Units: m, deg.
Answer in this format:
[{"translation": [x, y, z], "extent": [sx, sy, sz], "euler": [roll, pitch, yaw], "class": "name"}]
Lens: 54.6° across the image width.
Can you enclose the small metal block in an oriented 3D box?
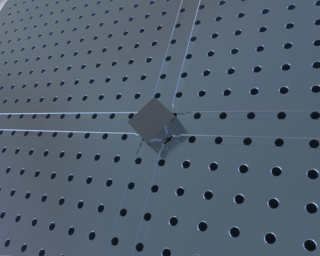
[{"translation": [-0.007, -0.006, 0.417], "extent": [0.050, 0.025, 0.050], "euler": [-44, 51, -2], "class": "small metal block"}]
